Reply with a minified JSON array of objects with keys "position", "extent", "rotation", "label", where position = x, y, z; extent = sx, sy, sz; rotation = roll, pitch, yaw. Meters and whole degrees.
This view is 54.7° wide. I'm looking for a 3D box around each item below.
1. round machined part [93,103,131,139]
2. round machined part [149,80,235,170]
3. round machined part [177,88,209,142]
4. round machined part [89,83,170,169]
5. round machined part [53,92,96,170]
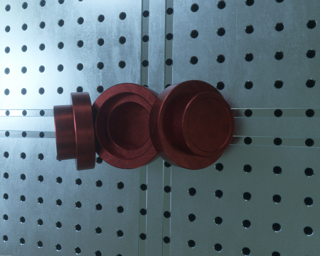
[{"position":[-0.059,-0.003,0.423],"extent":[0.098,0.042,0.097],"rotation":[0,90,19],"label":"round machined part"},{"position":[0.041,-0.003,0.334],"extent":[0.042,0.099,0.097],"rotation":[0,90,60],"label":"round machined part"},{"position":[0.034,-0.003,0.391],"extent":[0.098,0.042,0.097],"rotation":[0,90,19],"label":"round machined part"},{"position":[-0.032,-0.002,0.368],"extent":[0.098,0.042,0.097],"rotation":[0,90,19],"label":"round machined part"},{"position":[-0.108,0.004,0.386],"extent":[0.042,0.098,0.097],"rotation":[-5,88,-18],"label":"round machined part"}]
